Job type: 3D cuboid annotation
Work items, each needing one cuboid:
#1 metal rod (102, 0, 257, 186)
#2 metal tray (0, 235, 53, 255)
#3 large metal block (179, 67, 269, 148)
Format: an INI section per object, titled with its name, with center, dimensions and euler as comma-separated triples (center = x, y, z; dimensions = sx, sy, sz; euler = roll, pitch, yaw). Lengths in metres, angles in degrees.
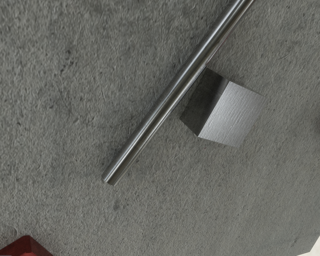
[metal rod]
center = 0.022, -0.049, 0.389
dimensions = 0.025, 0.025, 0.299
euler = 30, 102, -38
[metal tray]
center = -0.212, 0.212, 0.420
dimensions = 0.131, 0.030, 0.090
euler = -31, 129, -9
[large metal block]
center = 0.087, -0.026, 0.424
dimensions = 0.081, 0.050, 0.080
euler = 16, 110, -35
